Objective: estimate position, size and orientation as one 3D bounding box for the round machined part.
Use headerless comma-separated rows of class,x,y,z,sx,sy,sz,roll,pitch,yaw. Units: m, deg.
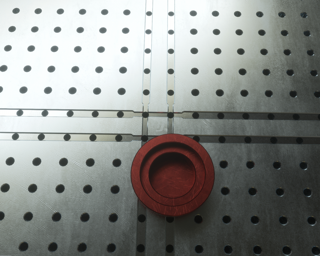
round machined part,0.015,0.059,0.381,0.099,0.042,0.098,0,70,0
